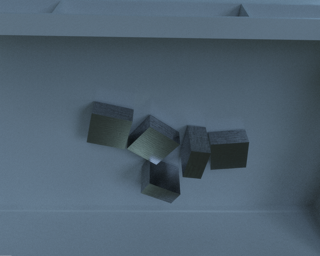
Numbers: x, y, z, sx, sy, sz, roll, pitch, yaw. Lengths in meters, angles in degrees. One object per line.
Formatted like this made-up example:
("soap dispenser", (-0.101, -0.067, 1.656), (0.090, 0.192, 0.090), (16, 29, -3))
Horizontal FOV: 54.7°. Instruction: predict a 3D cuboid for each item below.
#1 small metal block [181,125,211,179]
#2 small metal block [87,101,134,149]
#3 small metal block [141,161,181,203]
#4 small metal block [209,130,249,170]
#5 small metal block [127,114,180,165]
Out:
("small metal block", (0.047, 0.032, 0.419), (0.025, 0.050, 0.050), (7, 130, -7))
("small metal block", (-0.065, -0.003, 0.403), (0.050, 0.025, 0.050), (12, 129, -10))
("small metal block", (0.001, 0.076, 0.455), (0.050, 0.050, 0.025), (24, 127, -20))
("small metal block", (0.095, 0.031, 0.434), (0.050, 0.025, 0.050), (-4, 130, 3))
("small metal block", (-0.009, 0.017, 0.420), (0.050, 0.025, 0.050), (31, 123, -24))
